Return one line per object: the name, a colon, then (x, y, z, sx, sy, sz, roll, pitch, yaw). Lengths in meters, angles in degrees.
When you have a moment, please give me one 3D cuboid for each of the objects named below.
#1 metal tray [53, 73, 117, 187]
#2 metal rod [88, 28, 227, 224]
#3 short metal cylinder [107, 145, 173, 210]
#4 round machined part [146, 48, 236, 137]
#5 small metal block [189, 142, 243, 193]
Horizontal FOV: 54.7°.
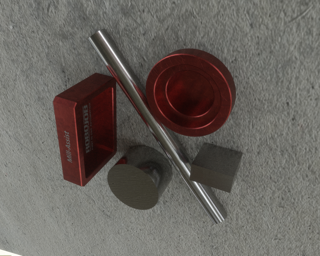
metal tray: (-0.094, 0.002, 0.416, 0.030, 0.090, 0.129, 17, 125, 18)
metal rod: (0.004, 0.007, 0.410, 0.025, 0.025, 0.299, -24, 106, 36)
short metal cylinder: (-0.028, 0.071, 0.449, 0.080, 0.050, 0.079, 13, 124, 20)
round machined part: (0.037, -0.042, 0.351, 0.098, 0.042, 0.097, 13, 124, 20)
small metal block: (0.069, 0.047, 0.380, 0.050, 0.050, 0.025, 16, 125, 19)
